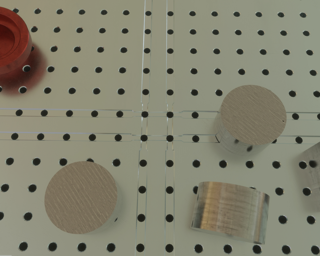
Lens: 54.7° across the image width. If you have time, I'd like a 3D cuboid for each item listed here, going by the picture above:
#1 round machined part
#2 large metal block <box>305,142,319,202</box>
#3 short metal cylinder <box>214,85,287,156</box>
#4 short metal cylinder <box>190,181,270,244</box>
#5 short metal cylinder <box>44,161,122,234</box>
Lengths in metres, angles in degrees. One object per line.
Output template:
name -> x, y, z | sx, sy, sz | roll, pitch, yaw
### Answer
round machined part -> -0.233, -0.119, 0.439 | 0.099, 0.042, 0.098 | 3, 73, -9
large metal block -> 0.238, 0.055, 0.380 | 0.081, 0.050, 0.080 | -6, 70, -2
short metal cylinder -> 0.115, -0.009, 0.402 | 0.081, 0.050, 0.080 | 0, 70, 0
short metal cylinder -> 0.079, 0.096, 0.348 | 0.080, 0.080, 0.050 | 12, 71, 4
short metal cylinder -> -0.088, 0.084, 0.367 | 0.081, 0.050, 0.080 | 0, 70, 0
